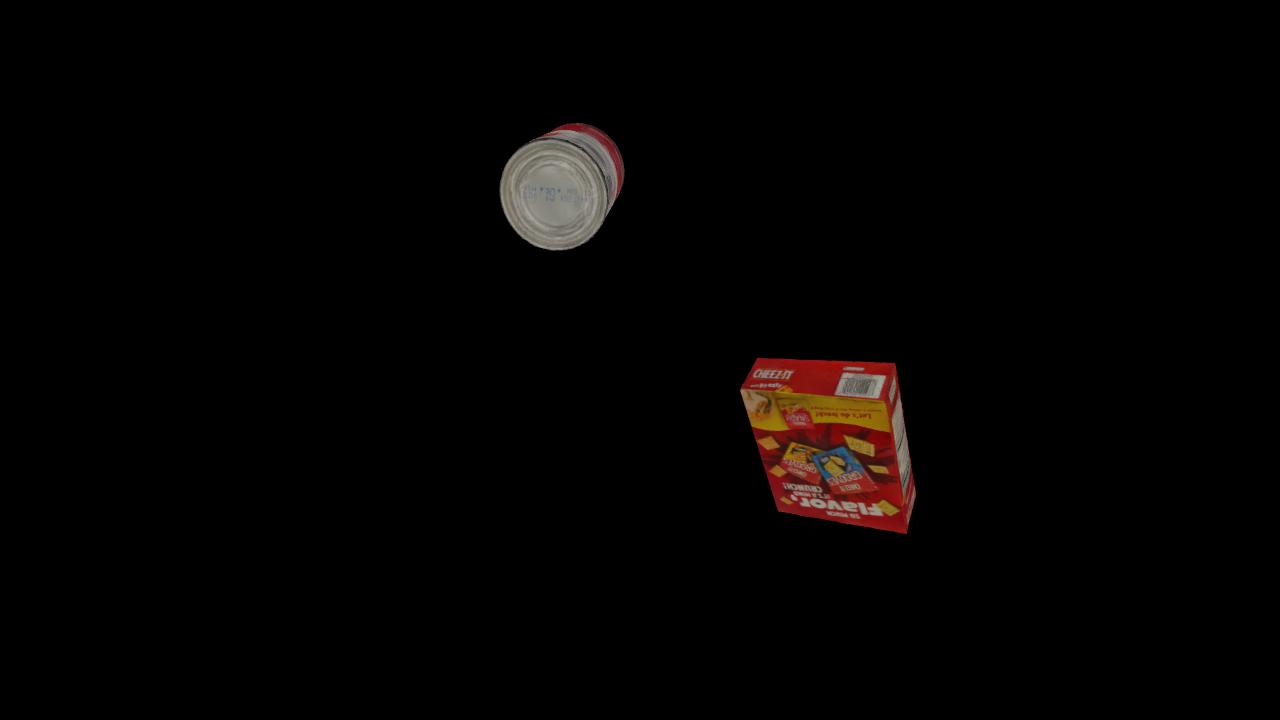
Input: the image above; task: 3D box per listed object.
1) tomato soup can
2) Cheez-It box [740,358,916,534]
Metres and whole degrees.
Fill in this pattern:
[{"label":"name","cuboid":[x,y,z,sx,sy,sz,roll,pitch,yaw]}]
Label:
[{"label":"tomato soup can","cuboid":[-0.048,-0.116,0.405,0.068,0.068,0.101,0,26,4]},{"label":"Cheez-It box","cuboid":[0.230,0.103,0.739,0.166,0.223,0.071,2,40,35]}]
